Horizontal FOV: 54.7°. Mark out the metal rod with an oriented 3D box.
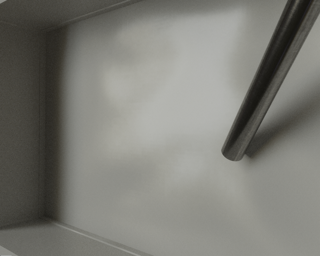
[{"bbox_3d":[0.104,-0.079,0.240,0.025,0.025,0.298,45,142,30],"label":"metal rod"}]
